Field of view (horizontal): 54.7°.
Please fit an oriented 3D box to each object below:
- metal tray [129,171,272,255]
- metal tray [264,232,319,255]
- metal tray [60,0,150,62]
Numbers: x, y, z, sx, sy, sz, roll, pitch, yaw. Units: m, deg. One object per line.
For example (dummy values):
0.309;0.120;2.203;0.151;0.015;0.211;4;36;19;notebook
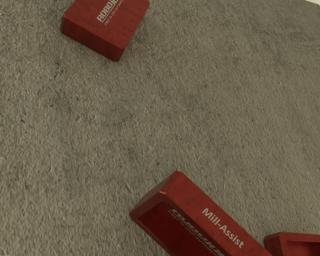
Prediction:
0.038;0.111;0.314;0.130;0.090;0.030;43;51;1;metal tray
0.183;0.198;0.377;0.091;0.030;0.130;12;57;-22;metal tray
-0.077;-0.168;0.461;0.090;0.030;0.130;28;52;-11;metal tray
